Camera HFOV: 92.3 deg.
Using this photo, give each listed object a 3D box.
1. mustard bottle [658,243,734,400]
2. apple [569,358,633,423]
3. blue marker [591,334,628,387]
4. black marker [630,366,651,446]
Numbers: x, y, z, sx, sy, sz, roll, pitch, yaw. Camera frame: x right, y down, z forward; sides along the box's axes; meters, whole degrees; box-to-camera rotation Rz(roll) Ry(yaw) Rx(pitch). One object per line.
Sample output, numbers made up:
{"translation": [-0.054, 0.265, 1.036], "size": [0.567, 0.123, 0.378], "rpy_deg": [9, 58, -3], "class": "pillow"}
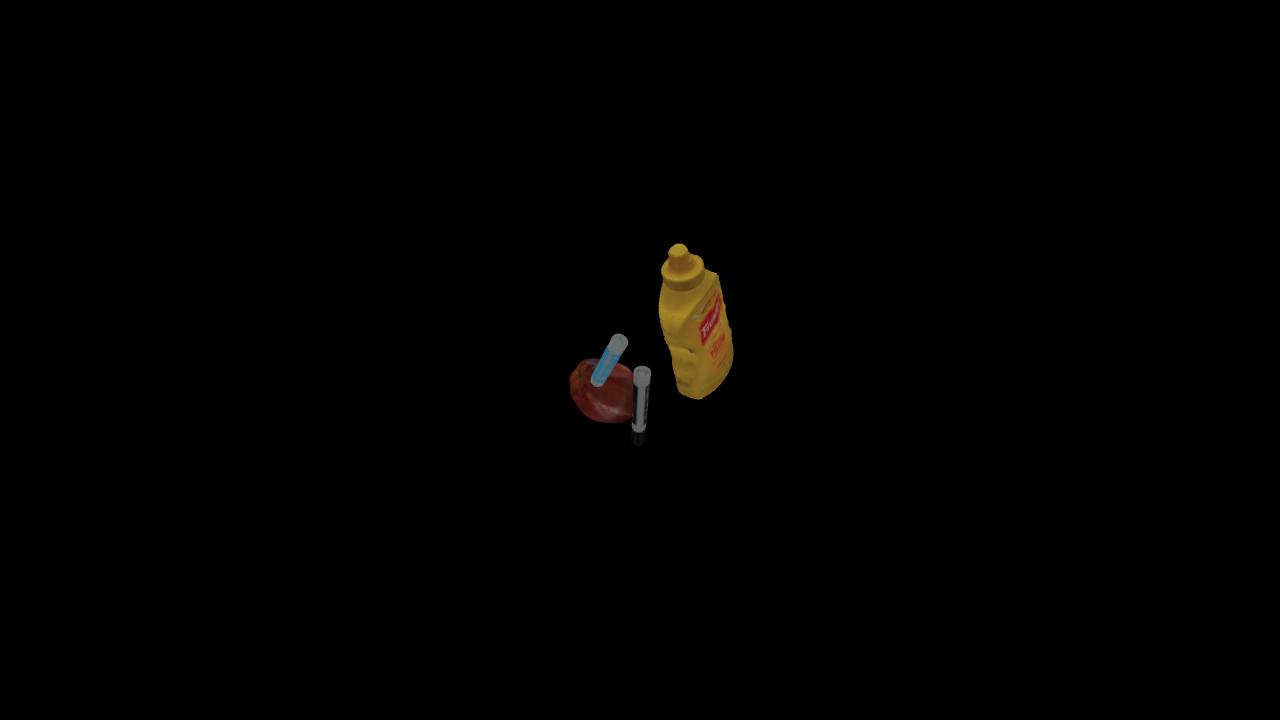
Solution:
{"translation": [0.056, -0.046, 0.646], "size": [0.054, 0.092, 0.184], "rpy_deg": [23, -30, 33], "class": "mustard bottle"}
{"translation": [-0.043, 0.037, 0.757], "size": [0.093, 0.079, 0.079], "rpy_deg": [28, -19, -38], "class": "apple"}
{"translation": [-0.041, 0.010, 0.697], "size": [0.020, 0.020, 0.121], "rpy_deg": [0, -30, -22], "class": "blue marker"}
{"translation": [0.000, 0.055, 0.691], "size": [0.020, 0.121, 0.020], "rpy_deg": [2, 44, -2], "class": "black marker"}
